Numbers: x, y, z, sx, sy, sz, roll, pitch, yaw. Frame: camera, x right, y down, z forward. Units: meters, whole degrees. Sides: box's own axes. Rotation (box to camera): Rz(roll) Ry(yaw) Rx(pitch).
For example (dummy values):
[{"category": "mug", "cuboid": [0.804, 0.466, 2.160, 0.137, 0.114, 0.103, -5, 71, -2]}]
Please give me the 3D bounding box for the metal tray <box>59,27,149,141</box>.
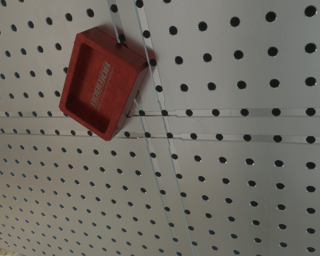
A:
[{"category": "metal tray", "cuboid": [-0.079, -0.054, 0.414, 0.090, 0.030, 0.129, 33, 129, 5]}]
